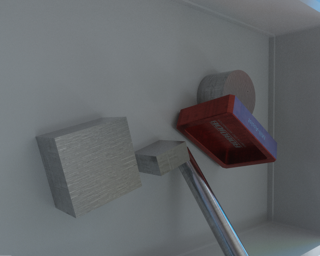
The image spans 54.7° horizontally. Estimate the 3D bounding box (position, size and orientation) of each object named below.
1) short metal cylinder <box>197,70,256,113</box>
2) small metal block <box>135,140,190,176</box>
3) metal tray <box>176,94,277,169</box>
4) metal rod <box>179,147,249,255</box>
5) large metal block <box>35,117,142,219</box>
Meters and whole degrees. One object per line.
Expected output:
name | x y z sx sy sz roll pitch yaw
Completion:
short metal cylinder | 0.103 -0.047 0.480 0.081 0.050 0.079 0 90 -40
small metal block | 0.001 0.036 0.393 0.050 0.050 0.025 -24 106 -38
metal tray | 0.098 0.011 0.445 0.130 0.090 0.030 39 52 -34
metal rod | 0.089 0.147 0.360 0.025 0.025 0.299 3 48 -40
large metal block | -0.074 0.037 0.330 0.081 0.050 0.079 -20 103 -39
